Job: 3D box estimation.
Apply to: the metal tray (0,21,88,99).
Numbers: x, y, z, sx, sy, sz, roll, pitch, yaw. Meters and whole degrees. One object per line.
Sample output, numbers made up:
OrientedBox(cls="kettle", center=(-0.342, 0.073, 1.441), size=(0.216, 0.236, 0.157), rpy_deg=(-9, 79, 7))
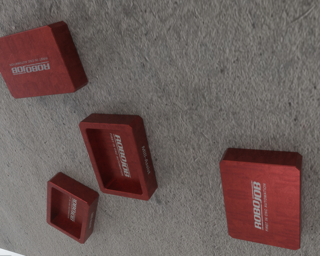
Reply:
OrientedBox(cls="metal tray", center=(-0.174, -0.092, 0.438), size=(0.130, 0.030, 0.089), rpy_deg=(-2, 118, 29))

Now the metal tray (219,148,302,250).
OrientedBox(cls="metal tray", center=(0.129, 0.090, 0.391), size=(0.090, 0.030, 0.129), rpy_deg=(2, 120, 27))

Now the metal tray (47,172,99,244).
OrientedBox(cls="metal tray", center=(-0.168, 0.154, 0.587), size=(0.090, 0.030, 0.129), rpy_deg=(26, 128, 12))

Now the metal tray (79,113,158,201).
OrientedBox(cls="metal tray", center=(-0.060, 0.043, 0.461), size=(0.090, 0.030, 0.129), rpy_deg=(3, 120, 26))
